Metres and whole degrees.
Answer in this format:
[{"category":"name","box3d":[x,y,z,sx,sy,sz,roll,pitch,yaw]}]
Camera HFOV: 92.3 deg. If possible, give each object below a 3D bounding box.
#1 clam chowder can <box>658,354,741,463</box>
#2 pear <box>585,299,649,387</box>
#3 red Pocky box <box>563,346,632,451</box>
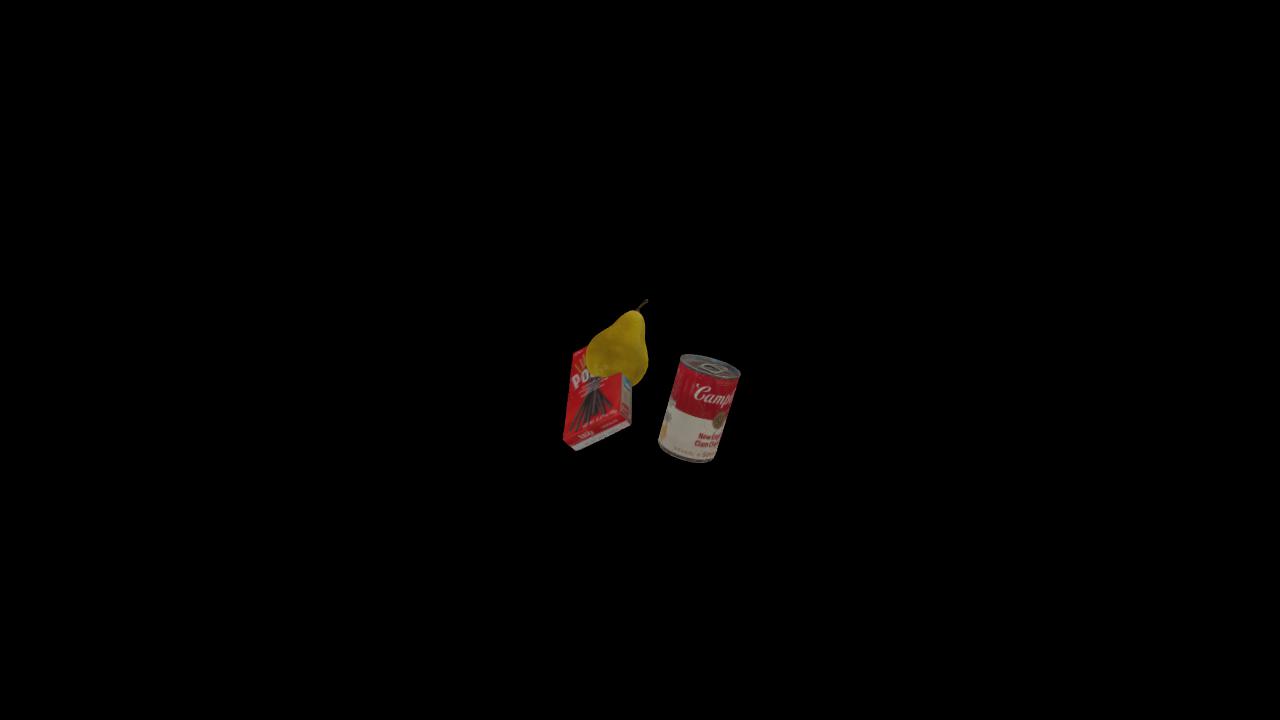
[{"category":"clam chowder can","box3d":[0.063,0.052,0.671,0.068,0.102,0.068,14,16,-4]},{"category":"pear","box3d":[-0.022,-0.024,0.750,0.080,0.111,0.080,14,-13,3]},{"category":"red Pocky box","box3d":[-0.049,0.031,0.740,0.083,0.155,0.028,-28,-55,22]}]
